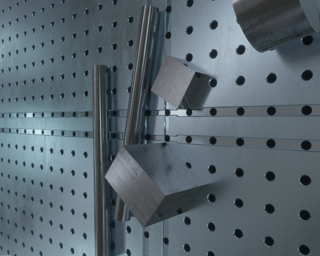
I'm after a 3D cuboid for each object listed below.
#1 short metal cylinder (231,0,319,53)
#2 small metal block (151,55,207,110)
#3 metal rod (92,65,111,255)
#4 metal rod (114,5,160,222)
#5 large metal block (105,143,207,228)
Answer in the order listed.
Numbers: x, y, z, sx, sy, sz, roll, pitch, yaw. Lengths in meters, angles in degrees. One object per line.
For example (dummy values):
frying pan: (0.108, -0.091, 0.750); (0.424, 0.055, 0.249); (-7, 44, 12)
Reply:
short metal cylinder: (0.107, -0.116, 0.285); (0.050, 0.081, 0.080); (-16, 80, 39)
small metal block: (0.022, -0.057, 0.389); (0.050, 0.025, 0.050); (38, 113, 33)
metal rod: (-0.091, 0.053, 0.481); (0.025, 0.025, 0.298); (-2, 89, 39)
metal rod: (-0.034, -0.015, 0.435); (0.025, 0.025, 0.298); (14, 99, 39)
large metal block: (-0.005, 0.064, 0.376); (0.080, 0.081, 0.050); (45, 117, 30)
